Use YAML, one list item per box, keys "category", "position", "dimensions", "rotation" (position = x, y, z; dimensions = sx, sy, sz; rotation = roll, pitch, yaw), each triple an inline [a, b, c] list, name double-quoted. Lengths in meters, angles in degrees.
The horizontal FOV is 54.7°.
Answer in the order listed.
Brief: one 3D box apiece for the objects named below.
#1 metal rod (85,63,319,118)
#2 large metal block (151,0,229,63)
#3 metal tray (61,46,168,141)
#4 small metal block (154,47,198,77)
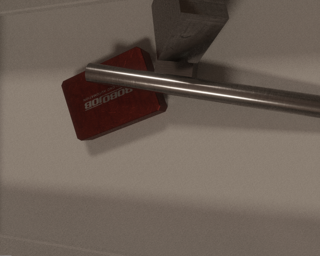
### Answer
- category: "metal rod"
  position: [0.056, -0.045, 0.368]
  dimensions: [0.301, 0.025, 0.025]
  rotation: [10, 94, 11]
- category: "large metal block"
  position: [0.028, -0.129, 0.343]
  dimensions: [0.050, 0.080, 0.080]
  rotation: [1, 68, -17]
- category: "metal tray"
  position: [-0.065, -0.044, 0.430]
  dimensions: [0.130, 0.030, 0.090]
  rotation: [-20, 83, 18]
- category: "small metal block"
  position: [0.022, -0.083, 0.402]
  dimensions: [0.050, 0.025, 0.050]
  rotation: [8, 93, 19]
